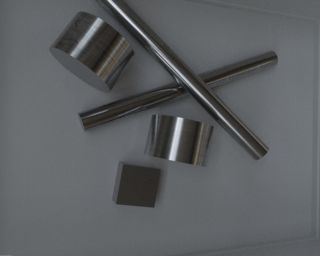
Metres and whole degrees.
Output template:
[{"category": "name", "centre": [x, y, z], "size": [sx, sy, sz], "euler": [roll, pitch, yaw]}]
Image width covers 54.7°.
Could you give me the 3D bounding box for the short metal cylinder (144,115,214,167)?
[{"category": "short metal cylinder", "centre": [0.024, 0.016, 0.391], "size": [0.081, 0.080, 0.050], "euler": [13, 86, -20]}]

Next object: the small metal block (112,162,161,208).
[{"category": "small metal block", "centre": [-0.031, 0.073, 0.400], "size": [0.050, 0.025, 0.050], "euler": [11, 86, -20]}]

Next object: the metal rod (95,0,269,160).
[{"category": "metal rod", "centre": [0.028, -0.070, 0.397], "size": [0.300, 0.025, 0.025], "euler": [44, 76, -6]}]

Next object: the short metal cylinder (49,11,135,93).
[{"category": "short metal cylinder", "centre": [-0.076, -0.084, 0.354], "size": [0.080, 0.080, 0.050], "euler": [36, 78, -17]}]

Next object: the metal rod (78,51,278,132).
[{"category": "metal rod", "centre": [0.038, -0.057, 0.425], "size": [0.302, 0.025, 0.025], "euler": [-20, 97, -19]}]
